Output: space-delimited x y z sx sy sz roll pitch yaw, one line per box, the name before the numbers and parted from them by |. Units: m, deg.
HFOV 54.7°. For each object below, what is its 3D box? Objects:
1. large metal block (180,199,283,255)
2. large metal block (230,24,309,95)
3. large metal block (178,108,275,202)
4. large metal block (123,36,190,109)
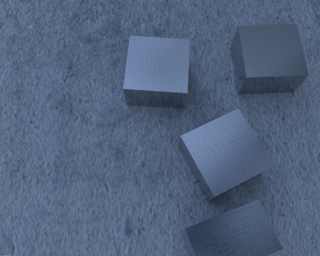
large metal block | 0.071 0.120 0.336 0.081 0.080 0.050 -19 72 -7
large metal block | 0.148 -0.095 0.431 0.081 0.050 0.080 -2 70 -1
large metal block | 0.078 0.034 0.383 0.080 0.050 0.080 -25 72 -9
large metal block | -0.003 -0.075 0.422 0.081 0.050 0.080 4 70 1
